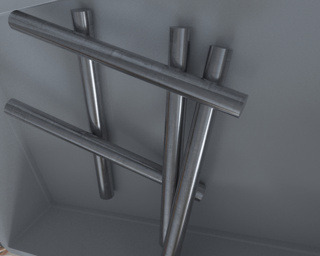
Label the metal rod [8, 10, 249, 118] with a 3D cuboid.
[{"bbox_3d":[-0.050,-0.079,0.348,0.301,0.025,0.025,24,127,17],"label":"metal rod"}]

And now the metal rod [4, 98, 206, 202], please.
[{"bbox_3d":[-0.078,0.030,0.439,0.301,0.025,0.025,24,128,2],"label":"metal rod"}]

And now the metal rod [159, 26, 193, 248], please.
[{"bbox_3d":[0.017,0.029,0.389,0.025,0.025,0.298,12,115,21],"label":"metal rod"}]

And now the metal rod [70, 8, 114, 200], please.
[{"bbox_3d":[-0.092,-0.014,0.448,0.025,0.025,0.298,12,124,21],"label":"metal rod"}]

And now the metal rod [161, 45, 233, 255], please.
[{"bbox_3d":[0.038,0.052,0.376,0.025,0.025,0.298,18,112,18],"label":"metal rod"}]
